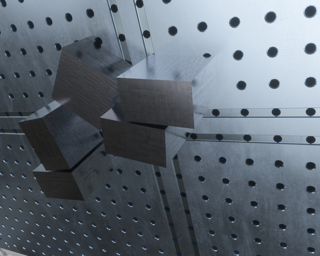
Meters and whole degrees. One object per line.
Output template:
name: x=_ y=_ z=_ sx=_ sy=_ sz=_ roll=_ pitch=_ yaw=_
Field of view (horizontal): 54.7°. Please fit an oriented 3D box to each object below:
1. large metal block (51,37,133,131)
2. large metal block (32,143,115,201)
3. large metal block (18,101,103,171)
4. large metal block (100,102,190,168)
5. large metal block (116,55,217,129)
large metal block: x=-0.086 y=-0.057 z=0.403 sx=0.080 sy=0.050 sz=0.079 roll=33 pitch=129 yaw=6
large metal block: x=-0.133 y=0.066 z=0.484 sx=0.080 sy=0.080 sz=0.050 roll=-3 pitch=117 yaw=29
large metal block: x=-0.140 y=0.005 z=0.450 sx=0.050 sy=0.080 sz=0.080 roll=-8 pitch=114 yaw=31
large metal block: x=-0.014 y=-0.003 z=0.380 sx=0.080 sy=0.080 sz=0.050 roll=11 pitch=123 yaw=22
large metal block: x=0.012 y=-0.044 z=0.341 sx=0.080 sy=0.080 sz=0.050 roll=7 pitch=122 yaw=24
